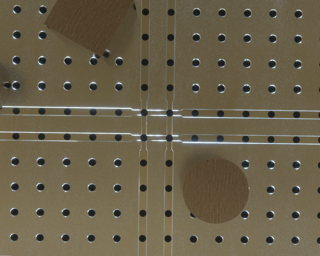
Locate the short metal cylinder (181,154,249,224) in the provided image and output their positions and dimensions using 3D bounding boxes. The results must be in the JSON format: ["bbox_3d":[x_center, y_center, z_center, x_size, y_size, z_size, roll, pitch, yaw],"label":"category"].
[{"bbox_3d":[0.068,0.076,0.401,0.081,0.050,0.079,0,90,0],"label":"short metal cylinder"}]

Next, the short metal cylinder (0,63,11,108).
[{"bbox_3d":[-0.244,-0.058,0.399,0.081,0.050,0.079,0,90,0],"label":"short metal cylinder"}]

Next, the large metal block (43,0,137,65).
[{"bbox_3d":[-0.086,-0.141,0.400,0.080,0.050,0.080,30,90,0],"label":"large metal block"}]
